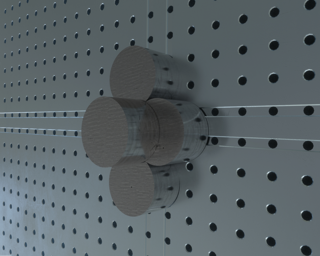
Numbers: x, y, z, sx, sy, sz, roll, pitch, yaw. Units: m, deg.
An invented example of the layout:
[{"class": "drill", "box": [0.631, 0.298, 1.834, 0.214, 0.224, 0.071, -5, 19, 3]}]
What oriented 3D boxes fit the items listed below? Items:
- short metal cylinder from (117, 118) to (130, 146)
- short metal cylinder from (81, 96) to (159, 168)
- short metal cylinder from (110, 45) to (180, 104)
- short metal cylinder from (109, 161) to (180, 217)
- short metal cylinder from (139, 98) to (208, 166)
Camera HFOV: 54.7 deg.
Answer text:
[{"class": "short metal cylinder", "box": [-0.053, 0.004, 0.437, 0.080, 0.050, 0.079, 0, 90, 40]}, {"class": "short metal cylinder", "box": [-0.048, 0.004, 0.366, 0.080, 0.050, 0.079, 0, 90, 40]}, {"class": "short metal cylinder", "box": [-0.021, -0.064, 0.410, 0.080, 0.050, 0.079, 0, 90, 39]}, {"class": "short metal cylinder", "box": [-0.022, 0.072, 0.410, 0.080, 0.050, 0.080, -2, 87, 39]}, {"class": "short metal cylinder", "box": [0.012, 0.004, 0.383, 0.080, 0.050, 0.080, 0, 90, 40]}]
